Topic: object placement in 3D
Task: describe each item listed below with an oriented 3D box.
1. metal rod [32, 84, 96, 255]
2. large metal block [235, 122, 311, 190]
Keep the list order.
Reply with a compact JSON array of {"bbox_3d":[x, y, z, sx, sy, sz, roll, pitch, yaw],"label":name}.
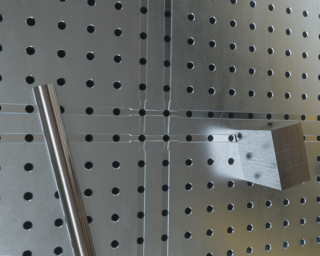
[{"bbox_3d":[-0.105,0.096,0.374,0.025,0.025,0.298,-14,95,-20],"label":"metal rod"},{"bbox_3d":[0.159,0.036,0.444,0.050,0.080,0.080,-13,95,-20],"label":"large metal block"}]
